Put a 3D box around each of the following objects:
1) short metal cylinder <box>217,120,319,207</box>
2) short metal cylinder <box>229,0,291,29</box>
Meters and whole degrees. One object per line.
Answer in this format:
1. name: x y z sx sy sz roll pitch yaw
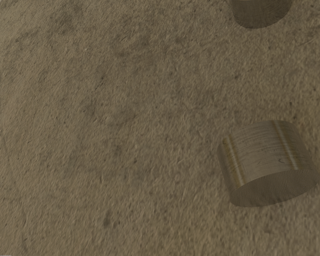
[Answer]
1. short metal cylinder: 0.099 0.036 0.294 0.080 0.080 0.050 -21 54 15
2. short metal cylinder: 0.137 -0.186 0.429 0.080 0.050 0.080 -13 56 20
